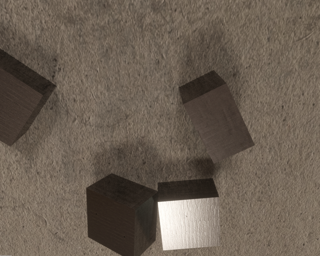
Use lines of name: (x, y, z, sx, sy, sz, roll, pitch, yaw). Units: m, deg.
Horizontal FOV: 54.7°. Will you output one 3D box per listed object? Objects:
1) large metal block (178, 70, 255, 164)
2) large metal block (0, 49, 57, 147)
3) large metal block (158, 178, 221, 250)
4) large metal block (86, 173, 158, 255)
large metal block: (0.065, -0.017, 0.375, 0.050, 0.080, 0.080, -26, 108, 9)
large metal block: (-0.190, -0.038, 0.380, 0.080, 0.050, 0.080, 35, 106, -12)
large metal block: (0.041, 0.122, 0.442, 0.080, 0.050, 0.079, -5, 110, 1)
large metal block: (-0.051, 0.118, 0.420, 0.080, 0.050, 0.079, 15, 113, 29)
